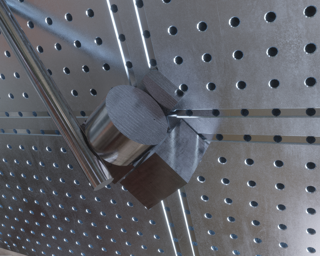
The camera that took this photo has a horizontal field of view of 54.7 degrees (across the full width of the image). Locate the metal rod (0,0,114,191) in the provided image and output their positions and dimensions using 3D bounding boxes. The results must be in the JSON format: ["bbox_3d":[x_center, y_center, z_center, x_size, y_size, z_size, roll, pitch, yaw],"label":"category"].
[{"bbox_3d":[-0.145,-0.056,0.383,0.299,0.025,0.025,55,131,16],"label":"metal rod"}]

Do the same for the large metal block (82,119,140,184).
[{"bbox_3d":[-0.056,0.013,0.413,0.080,0.080,0.050,44,129,-3],"label":"large metal block"}]

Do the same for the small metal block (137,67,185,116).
[{"bbox_3d":[-0.005,-0.038,0.390,0.050,0.025,0.050,41,129,-1],"label":"small metal block"}]

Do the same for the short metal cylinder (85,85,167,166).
[{"bbox_3d":[-0.039,-0.003,0.360,0.080,0.080,0.050,45,129,-4],"label":"short metal cylinder"}]

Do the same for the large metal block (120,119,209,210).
[{"bbox_3d":[0.007,0.046,0.397,0.050,0.080,0.080,44,129,-3],"label":"large metal block"}]
